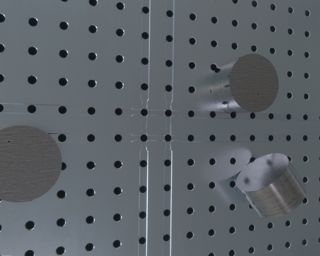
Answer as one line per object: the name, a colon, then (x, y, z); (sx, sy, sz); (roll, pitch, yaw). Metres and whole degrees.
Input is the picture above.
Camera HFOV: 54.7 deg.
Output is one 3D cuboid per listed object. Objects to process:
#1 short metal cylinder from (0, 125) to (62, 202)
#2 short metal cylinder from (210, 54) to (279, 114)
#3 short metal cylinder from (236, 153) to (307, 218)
short metal cylinder: (-0.152, 0.037, 0.343); (0.081, 0.050, 0.079); (0, 90, -20)
short metal cylinder: (0.120, -0.061, 0.443); (0.081, 0.050, 0.079); (0, 90, -20)
short metal cylinder: (0.157, 0.081, 0.442); (0.080, 0.080, 0.050); (-40, 103, -16)
